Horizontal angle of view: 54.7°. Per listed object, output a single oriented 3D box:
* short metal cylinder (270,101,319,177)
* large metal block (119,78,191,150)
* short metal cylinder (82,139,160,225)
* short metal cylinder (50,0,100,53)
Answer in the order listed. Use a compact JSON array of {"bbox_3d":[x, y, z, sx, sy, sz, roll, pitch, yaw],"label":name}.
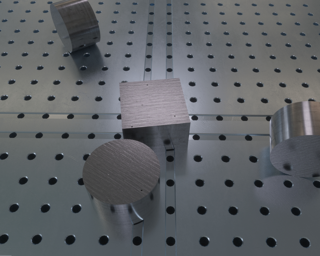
[{"bbox_3d":[0.170,0.015,0.361,0.080,0.080,0.050,9,51,8],"label":"short metal cylinder"},{"bbox_3d":[-0.009,-0.017,0.406,0.081,0.050,0.080,-5,50,-5],"label":"large metal block"},{"bbox_3d":[-0.040,0.059,0.342,0.081,0.050,0.080,0,50,0],"label":"short metal cylinder"},{"bbox_3d":[-0.141,-0.173,0.516,0.050,0.080,0.080,-27,55,-21],"label":"short metal cylinder"}]
